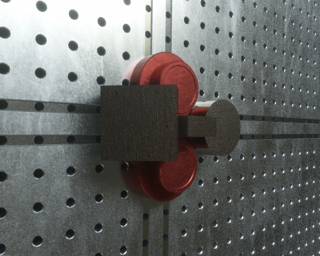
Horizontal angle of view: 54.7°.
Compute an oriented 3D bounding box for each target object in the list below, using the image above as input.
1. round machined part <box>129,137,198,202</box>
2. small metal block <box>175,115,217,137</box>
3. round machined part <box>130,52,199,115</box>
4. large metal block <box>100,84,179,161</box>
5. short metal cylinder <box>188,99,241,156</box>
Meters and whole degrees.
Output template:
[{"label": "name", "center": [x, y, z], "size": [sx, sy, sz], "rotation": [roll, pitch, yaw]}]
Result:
[{"label": "round machined part", "center": [0.011, 0.048, 0.408], "size": [0.099, 0.042, 0.097], "rotation": [0, 90, -40]}, {"label": "small metal block", "center": [0.036, -0.002, 0.394], "size": [0.050, 0.050, 0.025], "rotation": [2, 89, -40]}, {"label": "round machined part", "center": [0.013, -0.052, 0.409], "size": [0.099, 0.042, 0.097], "rotation": [0, 90, -40]}, {"label": "large metal block", "center": [-0.020, -0.006, 0.349], "size": [0.050, 0.080, 0.080], "rotation": [-6, 96, -85]}, {"label": "short metal cylinder", "center": [0.073, -0.001, 0.452], "size": [0.081, 0.050, 0.080], "rotation": [0, 90, -40]}]
